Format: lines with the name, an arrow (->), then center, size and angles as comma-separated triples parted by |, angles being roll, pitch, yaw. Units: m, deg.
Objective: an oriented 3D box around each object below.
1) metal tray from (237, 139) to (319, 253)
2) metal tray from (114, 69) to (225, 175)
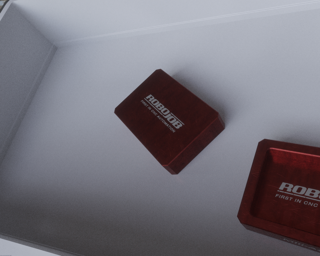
metal tray -> 0.148, 0.065, 0.284 | 0.130, 0.030, 0.090 | 10, 66, 32
metal tray -> 0.008, -0.013, 0.407 | 0.090, 0.030, 0.130 | -44, 51, -2
